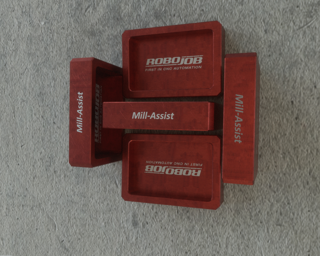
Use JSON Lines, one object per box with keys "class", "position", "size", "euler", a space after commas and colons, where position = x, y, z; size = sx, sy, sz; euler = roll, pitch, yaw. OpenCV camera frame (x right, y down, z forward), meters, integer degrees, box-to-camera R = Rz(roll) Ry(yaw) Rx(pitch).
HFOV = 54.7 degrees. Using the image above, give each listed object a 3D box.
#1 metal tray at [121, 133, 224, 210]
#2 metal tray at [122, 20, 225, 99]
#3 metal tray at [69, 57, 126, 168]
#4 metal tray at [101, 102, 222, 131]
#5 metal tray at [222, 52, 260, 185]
{"class": "metal tray", "position": [0.016, 0.053, 0.403], "size": [0.130, 0.030, 0.089], "euler": [1, 89, 19]}
{"class": "metal tray", "position": [0.016, -0.084, 0.402], "size": [0.130, 0.030, 0.089], "euler": [0, 93, 19]}
{"class": "metal tray", "position": [-0.078, -0.019, 0.403], "size": [0.030, 0.090, 0.129], "euler": [1, 91, 20]}
{"class": "metal tray", "position": [0.007, -0.014, 0.374], "size": [0.130, 0.090, 0.030], "euler": [1, 92, 20]}
{"class": "metal tray", "position": [0.092, -0.009, 0.343], "size": [0.030, 0.090, 0.129], "euler": [1, 90, 20]}
